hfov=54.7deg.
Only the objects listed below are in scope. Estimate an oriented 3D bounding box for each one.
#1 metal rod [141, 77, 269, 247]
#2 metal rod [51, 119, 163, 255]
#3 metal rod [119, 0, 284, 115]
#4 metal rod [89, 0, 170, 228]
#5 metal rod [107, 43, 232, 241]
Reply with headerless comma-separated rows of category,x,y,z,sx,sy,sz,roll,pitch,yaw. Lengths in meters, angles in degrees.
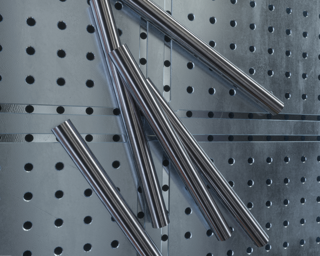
metal rod,0.065,0.056,0.438,0.025,0.025,0.300,-42,104,-15
metal rod,-0.041,0.120,0.398,0.025,0.025,0.299,-35,102,-17
metal rod,0.061,-0.107,0.436,0.301,0.025,0.025,32,79,-18
metal rod,-0.037,-0.015,0.399,0.025,0.025,0.298,-17,96,-20
metal rod,0.021,0.031,0.406,0.025,0.025,0.299,-35,107,-17
